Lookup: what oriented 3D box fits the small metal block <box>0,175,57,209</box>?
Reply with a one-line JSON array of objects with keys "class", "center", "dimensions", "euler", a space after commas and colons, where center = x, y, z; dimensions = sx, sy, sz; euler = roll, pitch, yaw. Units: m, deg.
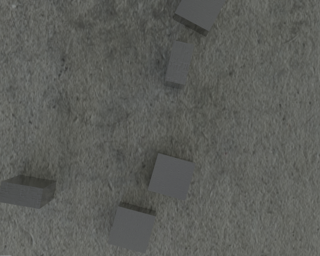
[{"class": "small metal block", "center": [-0.167, 0.080, 0.395], "dimensions": [0.050, 0.050, 0.025], "euler": [10, 90, -1]}]

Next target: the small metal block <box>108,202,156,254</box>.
[{"class": "small metal block", "center": [-0.036, 0.131, 0.410], "dimensions": [0.050, 0.025, 0.050], "euler": [15, 90, -1]}]

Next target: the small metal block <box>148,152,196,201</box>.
[{"class": "small metal block", "center": [0.015, 0.063, 0.410], "dimensions": [0.050, 0.025, 0.050], "euler": [16, 90, -1]}]

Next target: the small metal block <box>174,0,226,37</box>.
[{"class": "small metal block", "center": [0.053, -0.158, 0.411], "dimensions": [0.050, 0.025, 0.050], "euler": [28, 90, -1]}]

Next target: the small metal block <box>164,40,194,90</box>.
[{"class": "small metal block", "center": [0.024, -0.079, 0.398], "dimensions": [0.025, 0.050, 0.050], "euler": [13, 90, 0]}]
